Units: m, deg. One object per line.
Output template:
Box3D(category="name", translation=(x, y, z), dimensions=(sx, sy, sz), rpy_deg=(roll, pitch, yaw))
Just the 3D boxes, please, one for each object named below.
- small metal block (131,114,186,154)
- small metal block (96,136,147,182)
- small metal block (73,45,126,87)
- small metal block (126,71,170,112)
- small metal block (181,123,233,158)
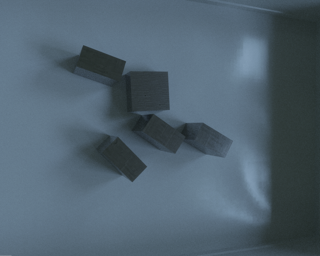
Box3D(category="small metal block", translation=(-0.003, 0.007, 0.396), dimensions=(0.050, 0.050, 0.025), rpy_deg=(35, 79, -17))
Box3D(category="small metal block", translation=(-0.048, 0.036, 0.379), dimensions=(0.025, 0.050, 0.050), rpy_deg=(-46, 105, -14))
Box3D(category="small metal block", translation=(-0.074, -0.072, 0.370), dimensions=(0.050, 0.050, 0.025), rpy_deg=(18, 84, -19))
Box3D(category="small metal block", translation=(-0.016, -0.047, 0.404), dimensions=(0.050, 0.025, 0.050), rpy_deg=(-3, 91, -20))
Box3D(category="small metal block", translation=(0.061, 0.016, 0.420), dimensions=(0.050, 0.050, 0.025), rpy_deg=(30, 80, -18))
